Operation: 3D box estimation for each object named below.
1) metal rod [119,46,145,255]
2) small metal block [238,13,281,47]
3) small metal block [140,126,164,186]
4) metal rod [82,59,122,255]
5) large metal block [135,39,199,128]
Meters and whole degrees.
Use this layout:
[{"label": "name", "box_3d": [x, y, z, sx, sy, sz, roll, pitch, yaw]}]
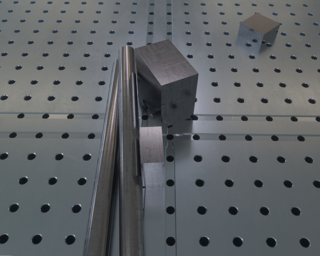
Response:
[{"label": "metal rod", "box_3d": [-0.038, 0.007, 0.384, 0.025, 0.025, 0.299, -3, 55, -3]}, {"label": "small metal block", "box_3d": [0.178, -0.178, 0.559, 0.050, 0.025, 0.050, -36, 59, -26]}, {"label": "small metal block", "box_3d": [-0.009, 0.034, 0.363, 0.025, 0.050, 0.050, -2, 50, -2]}, {"label": "metal rod", "box_3d": [-0.062, 0.015, 0.394, 0.025, 0.025, 0.300, 0, 50, 0]}, {"label": "large metal block", "box_3d": [0.007, -0.060, 0.422, 0.050, 0.080, 0.080, -20, 53, -16]}]
